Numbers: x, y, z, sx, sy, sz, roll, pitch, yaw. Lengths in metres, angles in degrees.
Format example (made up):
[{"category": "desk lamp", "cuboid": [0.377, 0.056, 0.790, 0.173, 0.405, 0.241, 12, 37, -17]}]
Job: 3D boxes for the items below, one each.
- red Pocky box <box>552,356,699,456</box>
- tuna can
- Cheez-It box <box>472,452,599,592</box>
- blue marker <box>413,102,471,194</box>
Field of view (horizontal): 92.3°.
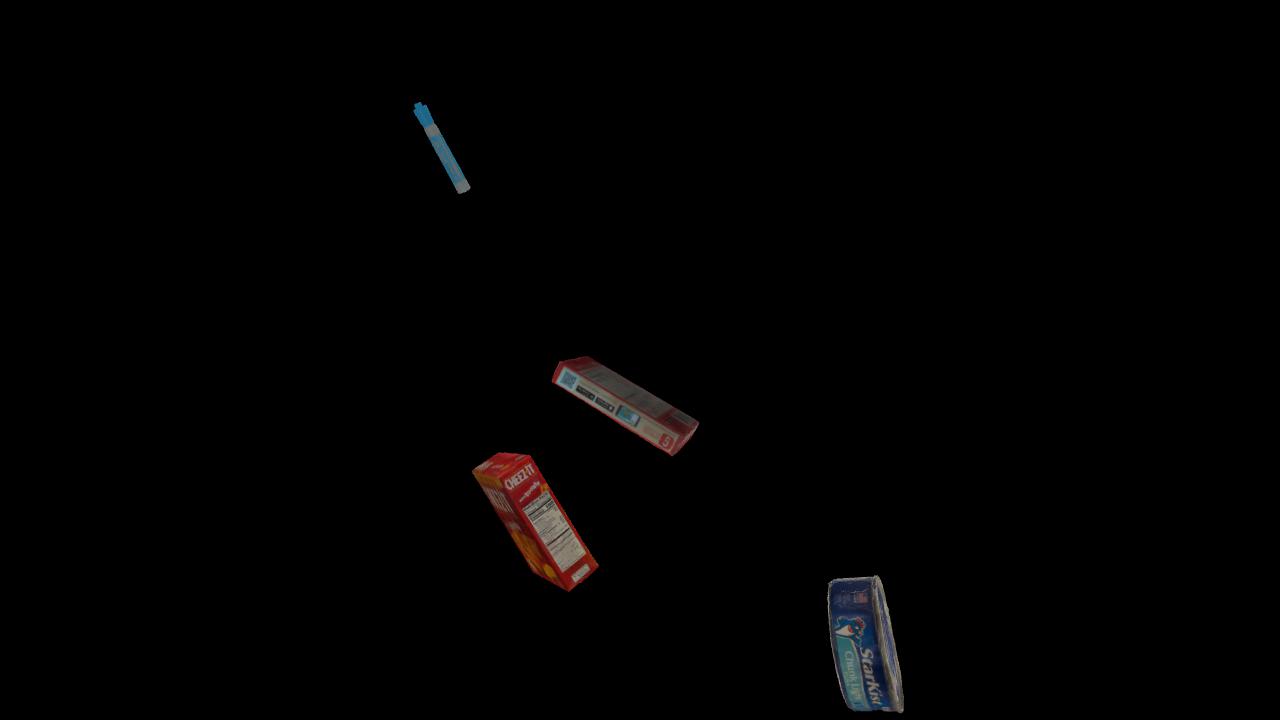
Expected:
[{"category": "red Pocky box", "cuboid": [-0.014, 0.046, 0.670, 0.155, 0.028, 0.083, 30, 14, 13]}, {"category": "tuna can", "cuboid": [0.153, 0.191, 0.418, 0.034, 0.084, 0.084, -12, -4, 22]}, {"category": "Cheez-It box", "cuboid": [-0.180, 0.263, 1.025, 0.071, 0.223, 0.166, -34, 11, -29]}, {"category": "blue marker", "cuboid": [-0.261, -0.278, 0.810, 0.020, 0.121, 0.020, -17, 33, 11]}]
